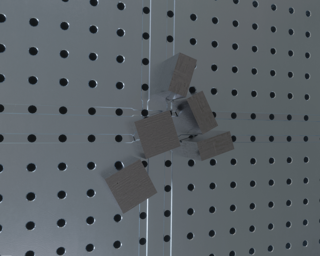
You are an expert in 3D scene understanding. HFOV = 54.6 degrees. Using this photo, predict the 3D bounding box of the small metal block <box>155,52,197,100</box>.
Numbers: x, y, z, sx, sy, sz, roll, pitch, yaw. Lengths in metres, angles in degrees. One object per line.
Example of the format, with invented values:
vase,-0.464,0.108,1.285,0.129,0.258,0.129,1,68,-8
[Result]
small metal block,0.020,-0.066,0.406,0.025,0.050,0.050,19,84,-19

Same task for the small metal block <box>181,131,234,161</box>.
small metal block,0.064,0.023,0.423,0.050,0.050,0.025,-17,96,-19

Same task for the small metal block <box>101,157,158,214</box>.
small metal block,-0.039,0.072,0.398,0.050,0.025,0.050,-29,100,-18

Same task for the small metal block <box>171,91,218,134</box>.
small metal block,0.045,-0.020,0.416,0.025,0.050,0.050,-28,100,-18

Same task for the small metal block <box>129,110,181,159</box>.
small metal block,-0.007,0.008,0.410,0.050,0.025,0.050,-19,97,-19
